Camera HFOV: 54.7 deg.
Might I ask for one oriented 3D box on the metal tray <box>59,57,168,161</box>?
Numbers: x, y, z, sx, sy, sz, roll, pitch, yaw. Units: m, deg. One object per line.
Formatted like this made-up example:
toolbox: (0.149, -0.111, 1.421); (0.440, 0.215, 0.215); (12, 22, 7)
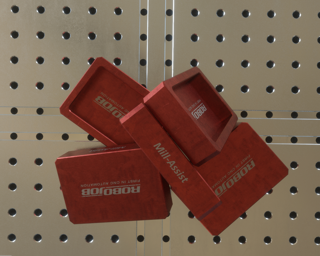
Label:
metal tray: (-0.052, -0.020, 0.410); (0.130, 0.030, 0.090); (36, 90, -1)

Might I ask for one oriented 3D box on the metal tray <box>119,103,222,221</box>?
metal tray: (0.011, 0.034, 0.350); (0.030, 0.090, 0.130); (-38, 91, 0)

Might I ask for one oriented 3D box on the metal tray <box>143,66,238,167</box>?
metal tray: (0.043, -0.021, 0.362); (0.030, 0.131, 0.090); (-38, 90, 28)

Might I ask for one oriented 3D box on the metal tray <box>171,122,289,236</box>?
metal tray: (0.090, 0.065, 0.411); (0.130, 0.030, 0.090); (-41, 91, -1)

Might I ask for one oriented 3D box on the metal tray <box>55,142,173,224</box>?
metal tray: (-0.057, 0.069, 0.386); (0.130, 0.030, 0.089); (-8, 101, 14)
